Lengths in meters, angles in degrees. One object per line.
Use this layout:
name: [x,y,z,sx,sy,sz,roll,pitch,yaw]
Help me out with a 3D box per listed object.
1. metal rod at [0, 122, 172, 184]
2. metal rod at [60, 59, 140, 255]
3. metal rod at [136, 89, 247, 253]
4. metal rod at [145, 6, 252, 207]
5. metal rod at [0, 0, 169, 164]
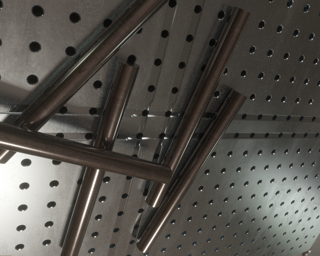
metal rod: [-0.107,0.023,0.333,0.302,0.025,0.025,19,108,-36]
metal rod: [-0.084,0.057,0.401,0.025,0.025,0.298,7,115,-32]
metal rod: [0.043,0.075,0.483,0.025,0.025,0.298,19,108,-36]
metal rod: [0.045,-0.015,0.428,0.025,0.025,0.298,10,113,-33]
metal rod: [-0.069,-0.075,0.327,0.300,0.025,0.025,-44,130,2]
